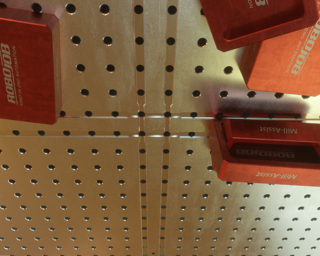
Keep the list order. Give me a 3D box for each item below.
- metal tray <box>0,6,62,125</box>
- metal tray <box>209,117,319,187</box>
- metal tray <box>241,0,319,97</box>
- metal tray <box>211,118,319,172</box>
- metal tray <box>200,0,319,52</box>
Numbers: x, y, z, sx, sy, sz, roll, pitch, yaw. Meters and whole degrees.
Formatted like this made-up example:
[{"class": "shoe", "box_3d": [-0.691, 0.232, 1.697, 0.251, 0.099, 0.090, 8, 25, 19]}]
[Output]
[{"class": "metal tray", "box_3d": [-0.162, -0.066, 0.350, 0.091, 0.030, 0.129, 7, 130, -7]}, {"class": "metal tray", "box_3d": [0.134, 0.028, 0.393, 0.131, 0.090, 0.030, 4, 127, -4]}, {"class": "metal tray", "box_3d": [0.150, -0.098, 0.327, 0.091, 0.030, 0.129, 5, 130, -5]}, {"class": "metal tray", "box_3d": [0.143, 0.028, 0.419, 0.131, 0.030, 0.089, 3, 145, -4]}, {"class": "metal tray", "box_3d": [0.074, -0.140, 0.264, 0.090, 0.030, 0.130, -12, 122, 27]}]
